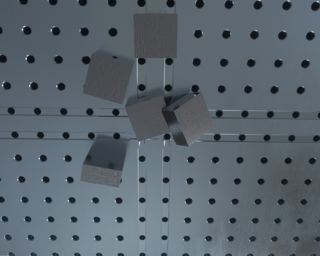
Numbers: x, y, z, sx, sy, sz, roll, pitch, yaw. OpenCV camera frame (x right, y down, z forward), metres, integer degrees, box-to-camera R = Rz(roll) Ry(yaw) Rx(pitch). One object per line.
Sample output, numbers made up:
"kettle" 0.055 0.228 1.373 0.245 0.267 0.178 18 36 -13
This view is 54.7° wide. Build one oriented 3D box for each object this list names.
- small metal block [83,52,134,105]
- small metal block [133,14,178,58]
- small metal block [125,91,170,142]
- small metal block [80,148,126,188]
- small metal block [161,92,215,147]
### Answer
"small metal block" -0.064 -0.063 0.389 0.050 0.025 0.050 16 109 -7
"small metal block" -0.005 -0.111 0.372 0.050 0.025 0.050 0 110 -1
"small metal block" -0.013 -0.016 0.408 0.050 0.025 0.050 -17 109 6
"small metal block" -0.075 0.053 0.419 0.050 0.050 0.025 11 110 -5
"small metal block" 0.037 -0.012 0.396 0.050 0.025 0.050 -35 112 -29
